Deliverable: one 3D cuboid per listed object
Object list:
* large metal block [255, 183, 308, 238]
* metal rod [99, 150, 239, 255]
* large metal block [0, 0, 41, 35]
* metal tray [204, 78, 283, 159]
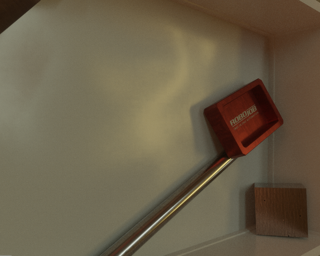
[{"bbox_3d":[0.208,0.139,0.538,0.050,0.080,0.079,2,86,-74],"label":"large metal block"},{"bbox_3d":[0.027,0.100,0.431,0.302,0.025,0.025,-33,111,-35],"label":"metal rod"},{"bbox_3d":[-0.146,-0.087,0.234,0.050,0.080,0.080,50,39,-29],"label":"large metal block"},{"bbox_3d":[0.141,-0.018,0.507,0.131,0.030,0.090,-30,92,-36],"label":"metal tray"}]
